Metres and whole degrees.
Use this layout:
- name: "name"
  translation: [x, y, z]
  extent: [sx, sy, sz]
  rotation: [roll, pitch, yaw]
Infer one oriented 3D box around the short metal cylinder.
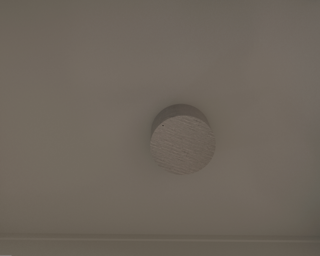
- name: "short metal cylinder"
  translation: [0.028, 0.014, 0.403]
  extent: [0.080, 0.050, 0.079]
  rotation: [0, 110, 0]
